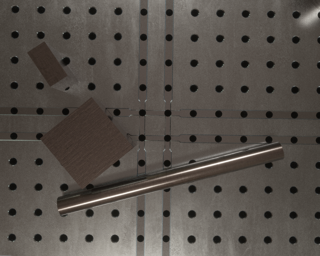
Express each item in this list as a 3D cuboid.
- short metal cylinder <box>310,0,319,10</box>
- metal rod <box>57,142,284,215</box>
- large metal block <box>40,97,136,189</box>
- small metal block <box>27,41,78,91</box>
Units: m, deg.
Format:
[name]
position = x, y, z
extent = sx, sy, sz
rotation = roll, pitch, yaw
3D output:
[short metal cylinder]
position = 0.243, -0.197, 0.404
extent = 0.081, 0.050, 0.079
rotation = 0, 90, -1
[metal rod]
position = 0.014, 0.067, 0.413
extent = 0.302, 0.025, 0.025
rotation = -14, 90, -1
[large metal block]
position = -0.089, 0.018, 0.400
extent = 0.080, 0.050, 0.080
rotation = -39, 91, 0
[small metal block]
position = -0.136, -0.077, 0.399
extent = 0.025, 0.050, 0.050
rotation = -34, 90, 0
